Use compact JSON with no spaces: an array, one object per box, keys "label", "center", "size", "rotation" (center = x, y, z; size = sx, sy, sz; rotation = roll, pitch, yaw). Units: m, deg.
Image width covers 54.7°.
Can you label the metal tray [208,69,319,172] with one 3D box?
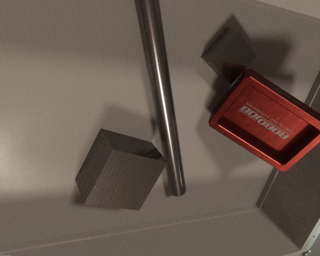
[{"label":"metal tray","center":[0.145,-0.008,0.420],"size":[0.130,0.030,0.089],"rotation":[32,124,-3]}]

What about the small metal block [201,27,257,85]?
[{"label":"small metal block","center":[0.090,-0.093,0.402],"size":[0.050,0.025,0.050],"rotation":[-49,129,6]}]

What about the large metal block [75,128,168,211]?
[{"label":"large metal block","center":[-0.051,0.055,0.400],"size":[0.081,0.050,0.080],"rotation":[18,109,-36]}]

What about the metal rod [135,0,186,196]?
[{"label":"metal rod","center":[0.007,-0.021,0.400],"size":[0.025,0.025,0.298],"rotation":[-22,127,-16]}]

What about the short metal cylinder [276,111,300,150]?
[{"label":"short metal cylinder","center":[0.189,0.003,0.481],"size":[0.081,0.080,0.050],"rotation":[-17,126,-19]}]
